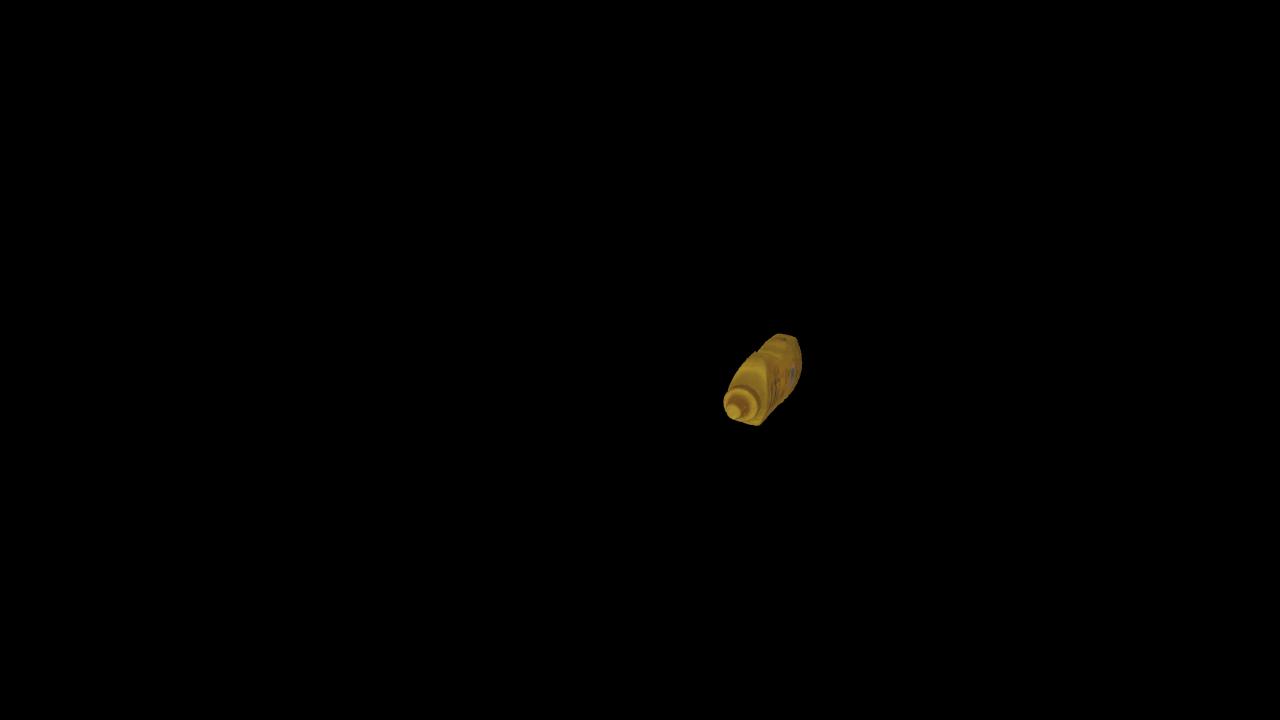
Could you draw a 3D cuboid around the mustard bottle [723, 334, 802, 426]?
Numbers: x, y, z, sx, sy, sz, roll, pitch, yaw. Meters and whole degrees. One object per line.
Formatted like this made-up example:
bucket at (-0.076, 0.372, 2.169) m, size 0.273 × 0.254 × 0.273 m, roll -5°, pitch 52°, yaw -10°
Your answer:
mustard bottle at (0.148, 0.032, 0.755) m, size 0.054 × 0.092 × 0.184 m, roll 20°, pitch 26°, yaw 24°
